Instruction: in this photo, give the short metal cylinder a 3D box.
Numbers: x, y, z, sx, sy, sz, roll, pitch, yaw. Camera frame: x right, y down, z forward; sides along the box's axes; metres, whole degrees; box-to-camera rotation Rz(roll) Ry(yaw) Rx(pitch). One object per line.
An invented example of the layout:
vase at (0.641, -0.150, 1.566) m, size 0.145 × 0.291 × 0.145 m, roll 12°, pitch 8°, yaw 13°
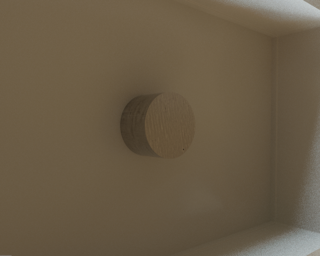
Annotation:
short metal cylinder at (-0.002, -0.003, 0.388) m, size 0.081 × 0.050 × 0.080 m, roll 0°, pitch 90°, yaw -40°
